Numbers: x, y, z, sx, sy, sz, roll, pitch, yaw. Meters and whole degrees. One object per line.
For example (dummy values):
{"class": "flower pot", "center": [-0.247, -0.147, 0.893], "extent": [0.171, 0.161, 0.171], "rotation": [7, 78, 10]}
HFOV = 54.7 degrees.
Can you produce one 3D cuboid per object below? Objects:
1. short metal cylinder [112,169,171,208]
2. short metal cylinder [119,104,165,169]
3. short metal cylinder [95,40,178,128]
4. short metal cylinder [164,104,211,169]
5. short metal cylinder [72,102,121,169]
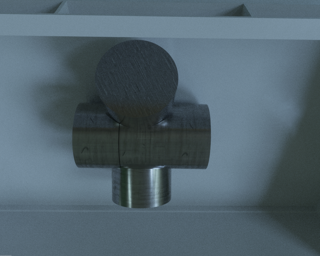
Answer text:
{"class": "short metal cylinder", "center": [-0.025, 0.071, 0.421], "extent": [0.081, 0.080, 0.050], "rotation": [0, 96, 0]}
{"class": "short metal cylinder", "center": [-0.020, 0.010, 0.379], "extent": [0.050, 0.080, 0.079], "rotation": [1, 130, -1]}
{"class": "short metal cylinder", "center": [-0.023, -0.044, 0.324], "extent": [0.081, 0.080, 0.050], "rotation": [1, 168, -1]}
{"class": "short metal cylinder", "center": [0.031, 0.010, 0.380], "extent": [0.050, 0.080, 0.079], "rotation": [1, 130, -1]}
{"class": "short metal cylinder", "center": [-0.071, 0.009, 0.378], "extent": [0.050, 0.080, 0.079], "rotation": [1, 130, -1]}
